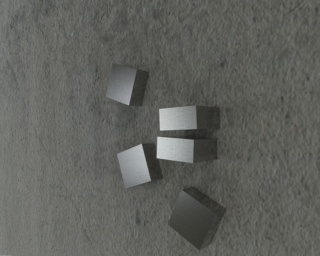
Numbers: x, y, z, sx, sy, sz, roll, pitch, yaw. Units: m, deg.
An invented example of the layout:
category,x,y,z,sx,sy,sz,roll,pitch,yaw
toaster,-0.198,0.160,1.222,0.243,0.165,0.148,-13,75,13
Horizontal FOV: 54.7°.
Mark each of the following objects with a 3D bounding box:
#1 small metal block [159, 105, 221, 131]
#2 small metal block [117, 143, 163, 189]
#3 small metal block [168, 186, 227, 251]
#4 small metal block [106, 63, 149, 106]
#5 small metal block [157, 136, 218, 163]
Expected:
category,x,y,z,sx,sy,sz,roll,pitch,yaw
small metal block,0.035,-0.010,0.358,0.050,0.050,0.025,-3,88,39
small metal block,-0.028,0.052,0.426,0.050,0.025,0.050,-24,75,37
small metal block,0.043,0.106,0.368,0.050,0.025,0.050,31,109,35
small metal block,-0.047,-0.062,0.441,0.050,0.025,0.050,22,104,37
small metal block,0.032,0.023,0.361,0.050,0.050,0.025,3,92,39
